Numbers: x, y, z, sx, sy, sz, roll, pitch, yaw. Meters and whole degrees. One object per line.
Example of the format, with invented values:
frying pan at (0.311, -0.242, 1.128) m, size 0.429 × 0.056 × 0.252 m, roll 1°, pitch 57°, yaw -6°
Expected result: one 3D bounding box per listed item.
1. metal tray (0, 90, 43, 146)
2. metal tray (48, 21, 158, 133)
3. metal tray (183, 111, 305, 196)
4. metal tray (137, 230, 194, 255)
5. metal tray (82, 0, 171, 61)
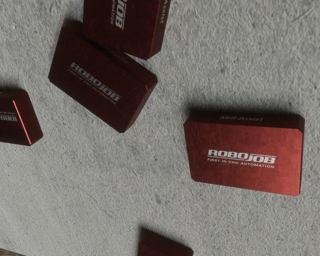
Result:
metal tray at (-0.272, -0.020, 0.534) m, size 0.130 × 0.030 × 0.089 m, roll 5°, pitch 121°, yaw 25°
metal tray at (-0.078, -0.064, 0.405) m, size 0.130 × 0.030 × 0.089 m, roll 36°, pitch 129°, yaw 3°
metal tray at (0.099, 0.028, 0.369) m, size 0.130 × 0.030 × 0.089 m, roll 4°, pitch 121°, yaw 26°
metal tray at (0.005, 0.251, 0.557) m, size 0.090 × 0.030 × 0.129 m, roll 18°, pitch 126°, yaw 17°
metal tray at (-0.034, -0.149, 0.330) m, size 0.090 × 0.030 × 0.129 m, roll 23°, pitch 127°, yaw 13°
